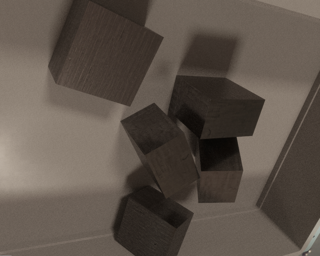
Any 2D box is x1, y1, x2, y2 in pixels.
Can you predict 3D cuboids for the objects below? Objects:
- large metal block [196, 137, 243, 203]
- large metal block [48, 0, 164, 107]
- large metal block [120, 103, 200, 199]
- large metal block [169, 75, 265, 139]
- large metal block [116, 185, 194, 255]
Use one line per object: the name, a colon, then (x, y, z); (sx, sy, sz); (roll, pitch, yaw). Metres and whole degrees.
large metal block: (0.077, 0.048, 0.428); (0.050, 0.080, 0.080); (-1, 138, 3)
large metal block: (-0.056, -0.077, 0.315); (0.081, 0.050, 0.080); (16, 110, -35)
large metal block: (0.000, 0.027, 0.391); (0.050, 0.080, 0.080); (-30, 129, -10)
large metal block: (0.069, -0.029, 0.394); (0.081, 0.080, 0.050); (-2, 118, -28)
large metal block: (-0.008, 0.144, 0.448); (0.050, 0.080, 0.079); (-18, 130, -56)
